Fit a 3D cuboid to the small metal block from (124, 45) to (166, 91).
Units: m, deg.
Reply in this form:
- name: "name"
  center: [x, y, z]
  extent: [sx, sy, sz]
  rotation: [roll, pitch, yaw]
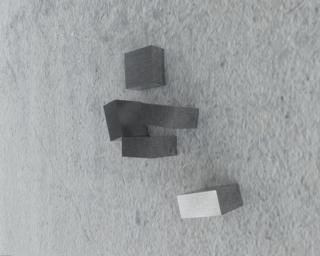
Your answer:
- name: "small metal block"
  center: [-0.021, -0.080, 0.420]
  extent: [0.050, 0.025, 0.050]
  rotation: [-5, 87, 39]

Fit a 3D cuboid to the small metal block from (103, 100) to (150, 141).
- name: "small metal block"
  center: [-0.046, -0.010, 0.424]
  extent: [0.025, 0.050, 0.050]
  rotation: [-22, 77, 38]

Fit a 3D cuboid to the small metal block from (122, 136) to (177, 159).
- name: "small metal block"
  center: [-0.013, 0.024, 0.398]
  extent: [0.050, 0.050, 0.025]
  rotation: [-1, 90, 39]

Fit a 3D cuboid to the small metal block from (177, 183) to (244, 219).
- name: "small metal block"
  center: [0.056, 0.080, 0.342]
  extent: [0.050, 0.050, 0.025]
  rotation: [-18, 79, 38]

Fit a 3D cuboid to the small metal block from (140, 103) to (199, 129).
- name: "small metal block"
  center: [0.012, -0.015, 0.377]
  extent: [0.050, 0.050, 0.025]
  rotation: [10, 96, 39]
